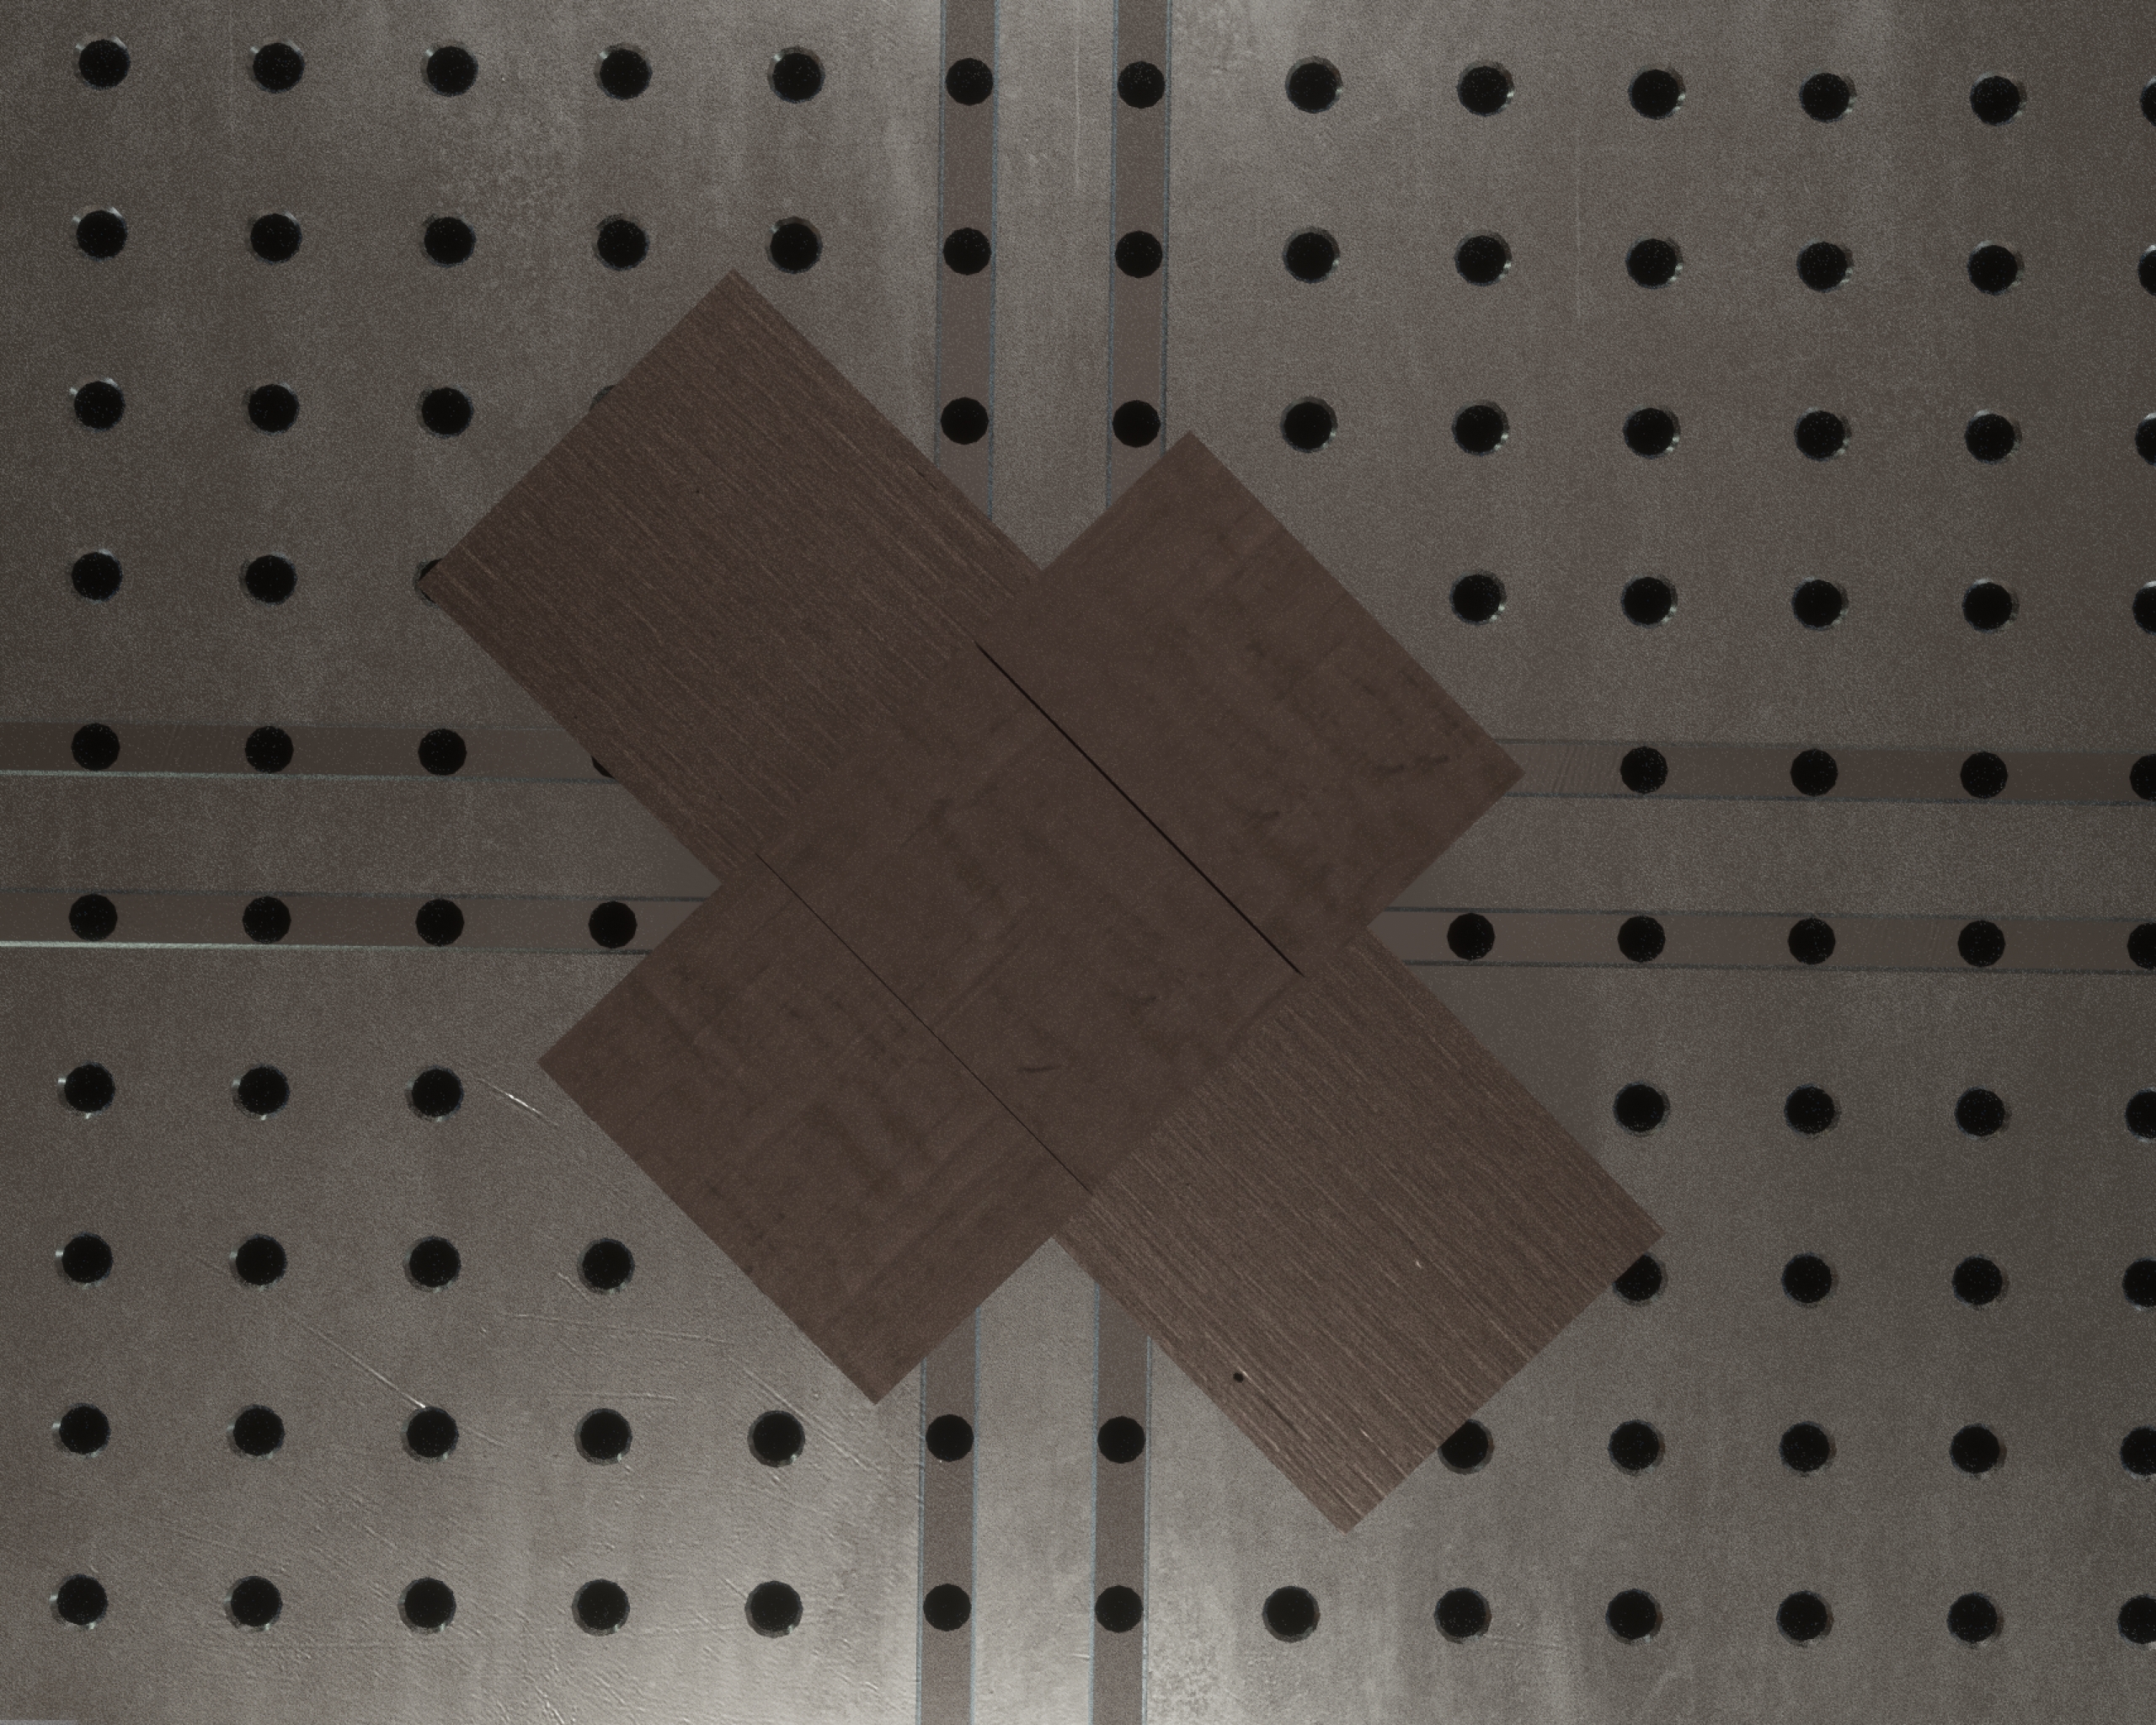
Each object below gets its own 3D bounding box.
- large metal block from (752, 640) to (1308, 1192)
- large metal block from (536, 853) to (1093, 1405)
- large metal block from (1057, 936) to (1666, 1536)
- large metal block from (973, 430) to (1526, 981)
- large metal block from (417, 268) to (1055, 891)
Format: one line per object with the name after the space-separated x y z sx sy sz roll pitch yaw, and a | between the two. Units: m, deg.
-0.008 0.009 0.386 0.050 0.080 0.080 -44 91 0 | large metal block
-0.044 0.044 0.386 0.050 0.080 0.080 -44 91 0 | large metal block
0.050 0.065 0.402 0.080 0.050 0.080 -44 91 1 | large metal block
0.028 -0.026 0.387 0.050 0.080 0.080 -44 91 0 | large metal block
-0.061 -0.050 0.397 0.080 0.050 0.080 45 91 -1 | large metal block
